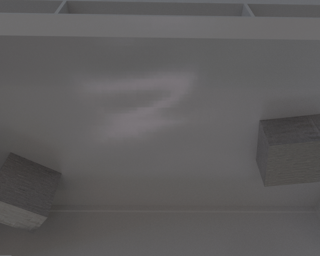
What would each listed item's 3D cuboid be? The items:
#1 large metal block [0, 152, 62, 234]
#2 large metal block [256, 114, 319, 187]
[{"bbox_3d":[-0.201,0.094,0.451,0.080,0.080,0.050,29,124,-23],"label":"large metal block"},{"bbox_3d":[0.180,0.031,0.421,0.080,0.050,0.080,-6,130,5],"label":"large metal block"}]
